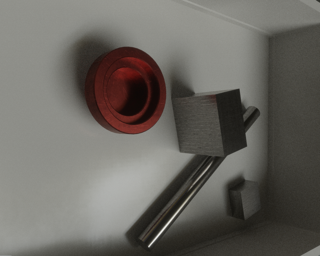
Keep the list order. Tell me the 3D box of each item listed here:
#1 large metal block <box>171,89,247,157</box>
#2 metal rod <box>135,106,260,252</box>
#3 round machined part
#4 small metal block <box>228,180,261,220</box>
[{"bbox_3d":[0.067,-0.008,0.430,0.050,0.080,0.079,-17,101,-39],"label":"large metal block"},{"bbox_3d":[0.072,0.059,0.469,0.301,0.025,0.025,-43,117,-32],"label":"metal rod"},{"bbox_3d":[-0.043,-0.042,0.361,0.099,0.042,0.097,0,90,-40],"label":"round machined part"},{"bbox_3d":[0.147,0.123,0.533,0.050,0.025,0.050,-17,101,-39],"label":"small metal block"}]
